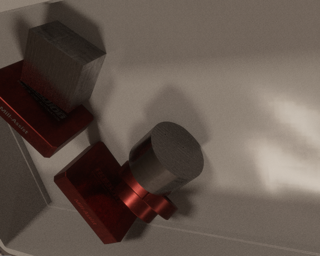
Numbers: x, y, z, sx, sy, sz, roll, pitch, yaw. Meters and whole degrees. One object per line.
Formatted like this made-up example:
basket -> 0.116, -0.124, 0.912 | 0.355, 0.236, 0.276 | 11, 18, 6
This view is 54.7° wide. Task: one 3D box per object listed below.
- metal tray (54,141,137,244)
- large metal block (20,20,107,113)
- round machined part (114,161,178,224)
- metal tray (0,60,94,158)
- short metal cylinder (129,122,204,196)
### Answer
metal tray -> -0.086, 0.096, 0.469 | 0.030, 0.090, 0.130 | -25, 105, 36
large metal block -> -0.128, -0.081, 0.408 | 0.080, 0.050, 0.079 | 35, 129, 4
round machined part -> -0.025, 0.094, 0.431 | 0.098, 0.098, 0.042 | 43, 84, 6
metal tray -> -0.170, -0.032, 0.433 | 0.130, 0.090, 0.030 | 45, 129, -3
short metal cylinder -> 0.008, 0.039, 0.392 | 0.080, 0.080, 0.050 | 45, 129, -3
